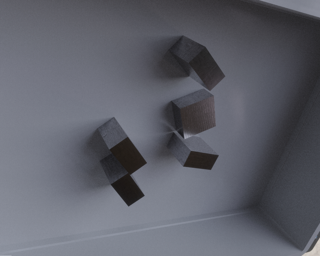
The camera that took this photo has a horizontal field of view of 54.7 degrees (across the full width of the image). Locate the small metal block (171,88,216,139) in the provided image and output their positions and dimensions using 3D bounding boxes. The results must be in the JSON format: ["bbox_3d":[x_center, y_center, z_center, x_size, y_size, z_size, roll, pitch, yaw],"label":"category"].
[{"bbox_3d":[0.047,-0.019,0.422,0.050,0.025,0.050,-22,127,-15],"label":"small metal block"}]

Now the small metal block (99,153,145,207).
[{"bbox_3d":[-0.050,0.066,0.406,0.025,0.050,0.050,-33,129,-7],"label":"small metal block"}]

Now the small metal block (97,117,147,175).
[{"bbox_3d":[-0.047,0.022,0.380,0.025,0.050,0.050,-35,129,-5],"label":"small metal block"}]

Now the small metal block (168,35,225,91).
[{"bbox_3d":[0.043,-0.077,0.368,0.025,0.050,0.050,-44,129,3],"label":"small metal block"}]

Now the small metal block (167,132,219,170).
[{"bbox_3d":[0.046,0.032,0.437,0.050,0.050,0.025,11,113,-33],"label":"small metal block"}]
